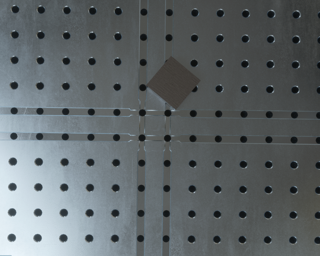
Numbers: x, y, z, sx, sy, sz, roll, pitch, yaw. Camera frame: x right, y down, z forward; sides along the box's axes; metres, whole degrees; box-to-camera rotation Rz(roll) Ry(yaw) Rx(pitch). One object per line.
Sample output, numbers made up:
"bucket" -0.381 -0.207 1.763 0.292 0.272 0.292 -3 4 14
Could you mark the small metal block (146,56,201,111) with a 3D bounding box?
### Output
"small metal block" 0.017 -0.059 0.414 0.050 0.025 0.050 40 90 -1
